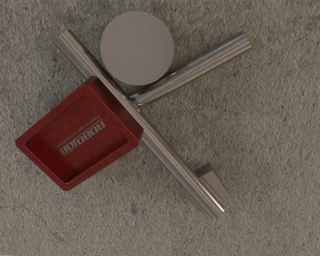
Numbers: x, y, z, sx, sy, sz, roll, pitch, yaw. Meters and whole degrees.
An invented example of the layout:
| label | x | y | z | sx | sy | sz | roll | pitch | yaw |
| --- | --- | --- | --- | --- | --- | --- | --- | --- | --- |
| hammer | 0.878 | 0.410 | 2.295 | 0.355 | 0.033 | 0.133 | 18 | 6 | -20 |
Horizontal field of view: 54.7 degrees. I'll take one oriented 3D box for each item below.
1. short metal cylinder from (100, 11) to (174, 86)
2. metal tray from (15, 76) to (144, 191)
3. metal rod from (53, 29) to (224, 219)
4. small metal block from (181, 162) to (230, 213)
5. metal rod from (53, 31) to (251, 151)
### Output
| label | x | y | z | sx | sy | sz | roll | pitch | yaw |
| --- | --- | --- | --- | --- | --- | --- | --- | --- | --- |
| short metal cylinder | -0.025 | -0.094 | 0.362 | 0.081 | 0.050 | 0.079 | 0 | 110 | -1 |
| metal tray | -0.096 | 0.011 | 0.370 | 0.130 | 0.030 | 0.090 | -33 | 107 | 23 |
| metal rod | -0.016 | 0.006 | 0.387 | 0.025 | 0.025 | 0.300 | -37 | 106 | 12 |
| small metal block | 0.064 | 0.085 | 0.443 | 0.050 | 0.025 | 0.050 | -32 | 107 | 10 |
| metal rod | -0.027 | -0.036 | 0.397 | 0.301 | 0.025 | 0.025 | -28 | 108 | 9 |
